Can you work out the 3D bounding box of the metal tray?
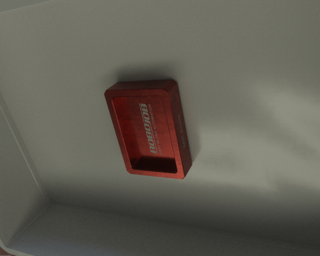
[{"bbox_3d":[-0.013,0.003,0.409,0.090,0.030,0.129,1,119,26],"label":"metal tray"}]
